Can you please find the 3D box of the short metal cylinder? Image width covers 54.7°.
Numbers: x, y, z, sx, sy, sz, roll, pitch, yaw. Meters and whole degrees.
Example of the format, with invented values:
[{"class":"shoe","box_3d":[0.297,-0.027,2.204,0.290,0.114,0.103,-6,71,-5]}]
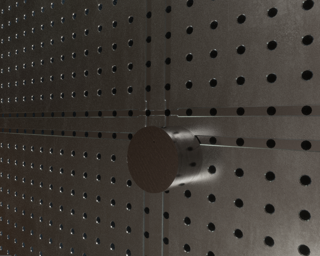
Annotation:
[{"class":"short metal cylinder","box_3d":[0.005,0.037,0.387,0.080,0.050,0.079,0,90,39]}]
